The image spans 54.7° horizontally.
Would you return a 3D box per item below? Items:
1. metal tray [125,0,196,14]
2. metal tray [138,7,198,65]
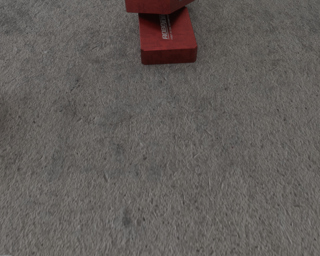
[{"bbox_3d":[0.006,-0.244,0.576,0.090,0.030,0.131,13,37,26],"label":"metal tray"},{"bbox_3d":[0.010,-0.164,0.537,0.091,0.030,0.130,-3,50,-3],"label":"metal tray"}]
